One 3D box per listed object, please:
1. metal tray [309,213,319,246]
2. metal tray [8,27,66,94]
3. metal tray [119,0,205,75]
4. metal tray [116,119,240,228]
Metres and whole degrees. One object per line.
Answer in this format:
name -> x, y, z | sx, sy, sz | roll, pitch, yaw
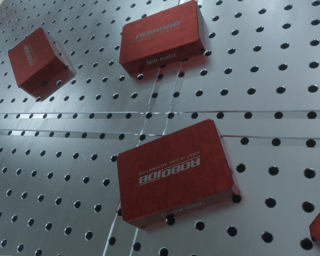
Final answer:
metal tray -> 0.202, 0.092, 0.243 | 0.090, 0.030, 0.130 | -49, 52, -7
metal tray -> -0.248, -0.137, 0.616 | 0.090, 0.030, 0.130 | -37, 51, 3
metal tray -> 0.002, -0.142, 0.490 | 0.130, 0.030, 0.090 | -12, 56, 21
metal tray -> 0.016, 0.053, 0.363 | 0.130, 0.030, 0.090 | -22, 54, 14
